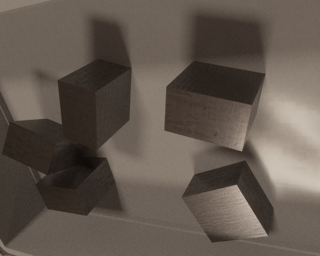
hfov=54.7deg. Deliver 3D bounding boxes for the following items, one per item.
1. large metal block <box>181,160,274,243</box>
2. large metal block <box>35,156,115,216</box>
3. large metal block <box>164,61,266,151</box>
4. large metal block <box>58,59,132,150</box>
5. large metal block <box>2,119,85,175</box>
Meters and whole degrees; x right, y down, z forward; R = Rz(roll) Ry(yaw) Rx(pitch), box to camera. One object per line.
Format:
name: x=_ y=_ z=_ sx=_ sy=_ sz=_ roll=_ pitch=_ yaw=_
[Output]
large metal block: x=0.089 y=0.098 z=0.405 sx=0.080 sy=0.050 sz=0.080 roll=-23 pitch=106 yaw=36
large metal block: x=-0.132 y=0.089 z=0.495 sx=0.080 sy=0.080 sz=0.050 roll=0 pitch=119 yaw=28
large metal block: x=0.059 y=-0.028 z=0.324 sx=0.080 sy=0.080 sz=0.050 roll=15 pitch=124 yaw=19
large metal block: x=-0.079 y=-0.032 z=0.393 sx=0.050 sy=0.080 sz=0.079 roll=18 pitch=126 yaw=17
large metal block: x=-0.170 y=0.025 z=0.466 sx=0.080 sy=0.080 sz=0.050 roll=21 pitch=101 yaw=15
